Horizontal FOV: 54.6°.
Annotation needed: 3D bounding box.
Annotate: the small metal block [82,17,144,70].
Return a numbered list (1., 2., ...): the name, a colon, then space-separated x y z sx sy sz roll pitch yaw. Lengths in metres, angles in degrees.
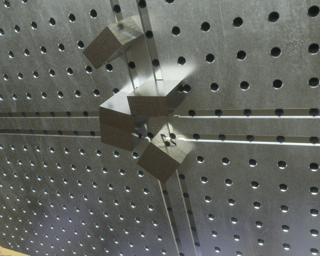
1. small metal block: -0.054 -0.100 0.363 0.050 0.050 0.025 -31 101 38

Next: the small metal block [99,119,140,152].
1. small metal block: -0.057 0.000 0.442 0.050 0.025 0.050 15 125 19

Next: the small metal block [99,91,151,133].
1. small metal block: -0.043 -0.022 0.405 0.050 0.050 0.025 16 125 19

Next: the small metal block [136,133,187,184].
1. small metal block: 0.002 0.043 0.438 0.050 0.025 0.050 36 129 4

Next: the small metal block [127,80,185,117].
1. small metal block: -0.004 -0.037 0.375 0.050 0.050 0.025 3 120 27
